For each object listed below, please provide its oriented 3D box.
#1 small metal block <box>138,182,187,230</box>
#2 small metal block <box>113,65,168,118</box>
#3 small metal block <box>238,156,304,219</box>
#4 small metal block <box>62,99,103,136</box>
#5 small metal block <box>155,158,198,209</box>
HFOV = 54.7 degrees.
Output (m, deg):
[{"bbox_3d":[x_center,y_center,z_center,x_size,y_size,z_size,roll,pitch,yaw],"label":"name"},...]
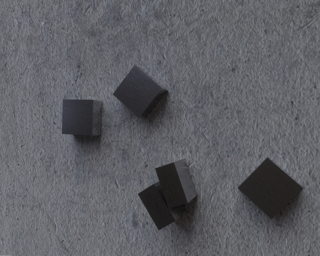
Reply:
[{"bbox_3d":[0.004,0.095,0.394,0.025,0.050,0.050,-35,79,17],"label":"small metal block"},{"bbox_3d":[-0.026,-0.048,0.418,0.050,0.025,0.050,42,103,15],"label":"small metal block"},{"bbox_3d":[0.129,0.068,0.363,0.050,0.025,0.050,43,103,14],"label":"small metal block"},{"bbox_3d":[-0.113,-0.015,0.449,0.050,0.025,0.050,2,91,20],"label":"small metal block"},{"bbox_3d":[0.022,0.068,0.388,0.025,0.050,0.050,-21,83,19],"label":"small metal block"}]
